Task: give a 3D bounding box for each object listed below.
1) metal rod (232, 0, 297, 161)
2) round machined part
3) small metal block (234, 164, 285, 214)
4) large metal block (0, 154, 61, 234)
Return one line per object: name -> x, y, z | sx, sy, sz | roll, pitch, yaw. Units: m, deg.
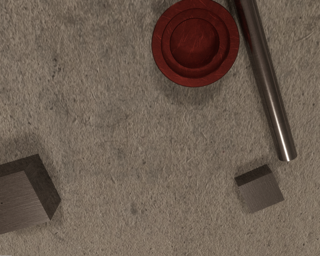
metal rod -> 0.120, -0.091, 0.378 | 0.025, 0.025, 0.299 | -21, 109, 7
round machined part -> 0.040, -0.100, 0.364 | 0.099, 0.042, 0.097 | 0, 110, -1
small metal block -> 0.142, 0.087, 0.444 | 0.050, 0.025, 0.050 | -26, 108, 8
large metal block -> -0.197, 0.091, 0.427 | 0.080, 0.050, 0.080 | -16, 110, 5
